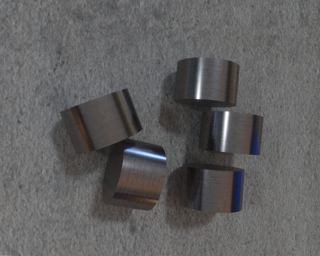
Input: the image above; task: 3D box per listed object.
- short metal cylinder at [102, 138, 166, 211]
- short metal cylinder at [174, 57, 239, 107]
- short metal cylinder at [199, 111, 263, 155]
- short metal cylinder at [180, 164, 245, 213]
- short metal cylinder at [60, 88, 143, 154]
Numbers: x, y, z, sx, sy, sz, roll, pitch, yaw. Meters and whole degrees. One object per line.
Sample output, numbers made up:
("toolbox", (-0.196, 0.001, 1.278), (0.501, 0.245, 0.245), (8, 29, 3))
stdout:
("short metal cylinder", (-0.032, 0.054, 0.369), (0.050, 0.080, 0.080), (15, 85, -20))
("short metal cylinder", (0.060, -0.057, 0.403), (0.081, 0.080, 0.050), (6, 88, -20))
("short metal cylinder", (0.095, 0.007, 0.416), (0.081, 0.080, 0.050), (7, 88, -20))
("short metal cylinder", (0.068, 0.076, 0.406), (0.081, 0.080, 0.050), (5, 89, -20))
("short metal cylinder", (-0.066, -0.009, 0.356), (0.081, 0.080, 0.050), (-22, 98, -19))
